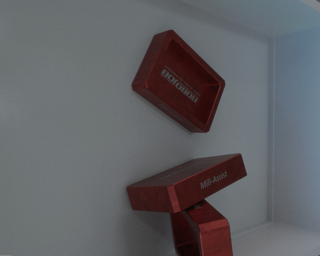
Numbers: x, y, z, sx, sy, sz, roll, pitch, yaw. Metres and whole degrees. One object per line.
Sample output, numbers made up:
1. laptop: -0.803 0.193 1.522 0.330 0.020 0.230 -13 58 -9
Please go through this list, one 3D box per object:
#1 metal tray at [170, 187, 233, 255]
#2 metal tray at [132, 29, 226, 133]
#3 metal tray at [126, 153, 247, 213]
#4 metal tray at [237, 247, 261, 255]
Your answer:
1. metal tray: 0.043 0.127 0.356 0.030 0.130 0.089 -9 97 -12
2. metal tray: 0.032 -0.060 0.431 0.130 0.030 0.090 34 69 -35
3. metal tray: 0.035 0.067 0.393 0.131 0.090 0.030 -16 91 -39
4. metal tray: 0.133 0.259 0.465 0.030 0.090 0.130 30 80 -17
